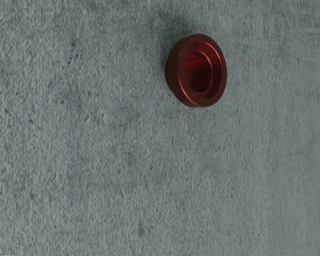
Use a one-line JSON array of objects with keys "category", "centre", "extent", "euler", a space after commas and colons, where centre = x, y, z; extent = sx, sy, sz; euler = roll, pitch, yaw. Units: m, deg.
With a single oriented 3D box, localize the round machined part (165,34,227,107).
[{"category": "round machined part", "centre": [0.046, -0.077, 0.431], "extent": [0.099, 0.042, 0.097], "euler": [0, 90, -40]}]
